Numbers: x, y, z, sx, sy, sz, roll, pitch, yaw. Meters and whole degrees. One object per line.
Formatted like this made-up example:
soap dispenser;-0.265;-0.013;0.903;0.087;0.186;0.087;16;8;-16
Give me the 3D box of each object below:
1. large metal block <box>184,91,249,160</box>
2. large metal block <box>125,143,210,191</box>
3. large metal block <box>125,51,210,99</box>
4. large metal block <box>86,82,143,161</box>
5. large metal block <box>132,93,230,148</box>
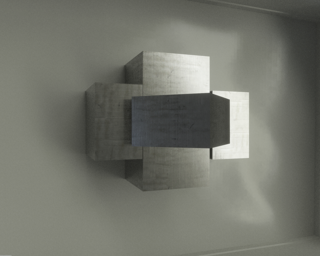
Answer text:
large metal block;0.070;-0.004;0.404;0.050;0.080;0.080;0;90;-21
large metal block;0.006;0.043;0.382;0.081;0.080;0.050;0;90;-20
large metal block;0.006;-0.058;0.382;0.081;0.080;0.050;0;90;-20
large metal block;-0.056;-0.007;0.360;0.050;0.080;0.080;0;90;-20
large metal block;0.025;-0.007;0.329;0.080;0.080;0.050;-1;91;-65
